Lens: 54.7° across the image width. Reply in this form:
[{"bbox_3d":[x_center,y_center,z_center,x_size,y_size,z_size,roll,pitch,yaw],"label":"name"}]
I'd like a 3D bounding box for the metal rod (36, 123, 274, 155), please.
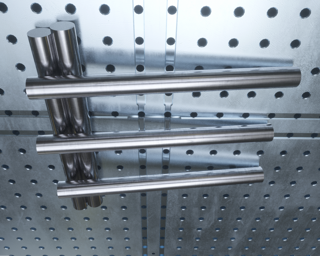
[{"bbox_3d":[-0.001,0.014,0.403,0.302,0.025,0.025,-3,131,-6],"label":"metal rod"}]

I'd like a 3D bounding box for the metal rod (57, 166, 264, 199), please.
[{"bbox_3d":[0.005,0.080,0.461,0.302,0.025,0.025,-3,131,-6],"label":"metal rod"}]

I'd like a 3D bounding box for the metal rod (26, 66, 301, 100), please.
[{"bbox_3d":[0.009,-0.052,0.349,0.302,0.025,0.025,-3,130,-6],"label":"metal rod"}]

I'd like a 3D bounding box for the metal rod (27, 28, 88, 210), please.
[{"bbox_3d":[-0.129,0.013,0.420,0.025,0.025,0.298,1,130,-1],"label":"metal rod"}]

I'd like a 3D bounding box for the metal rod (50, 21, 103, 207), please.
[{"bbox_3d":[-0.104,0.008,0.416,0.025,0.025,0.298,1,130,-1],"label":"metal rod"}]
